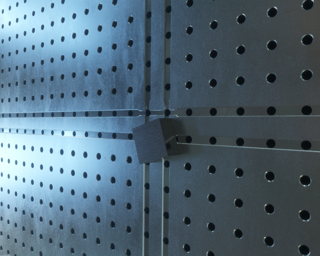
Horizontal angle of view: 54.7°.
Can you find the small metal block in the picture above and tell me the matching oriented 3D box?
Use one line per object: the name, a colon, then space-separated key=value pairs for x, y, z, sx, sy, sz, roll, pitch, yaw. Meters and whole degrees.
small metal block: x=-0.006 y=0.018 z=0.413 sx=0.050 sy=0.025 sz=0.050 roll=-21 pitch=77 yaw=38
